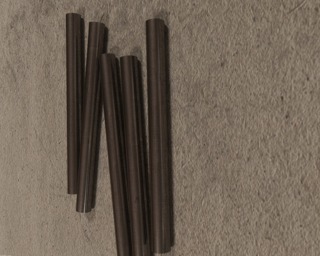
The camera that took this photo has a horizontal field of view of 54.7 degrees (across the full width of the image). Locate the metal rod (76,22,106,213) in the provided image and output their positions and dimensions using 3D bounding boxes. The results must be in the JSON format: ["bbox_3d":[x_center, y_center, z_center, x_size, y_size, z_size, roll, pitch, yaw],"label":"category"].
[{"bbox_3d":[-0.111,-0.014,0.493,0.025,0.025,0.298,9,95,39],"label":"metal rod"}]

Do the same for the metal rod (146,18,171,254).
[{"bbox_3d":[-0.002,0.009,0.404,0.025,0.025,0.298,-3,88,39],"label":"metal rod"}]

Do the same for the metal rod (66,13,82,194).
[{"bbox_3d":[-0.144,-0.040,0.520,0.025,0.025,0.298,-1,89,39],"label":"metal rod"}]

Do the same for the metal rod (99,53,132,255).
[{"bbox_3d":[-0.064,0.039,0.455,0.025,0.025,0.298,-10,84,39],"label":"metal rod"}]

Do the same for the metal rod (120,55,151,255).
[{"bbox_3d":[-0.034,0.049,0.430,0.025,0.025,0.298,-7,86,39],"label":"metal rod"}]
